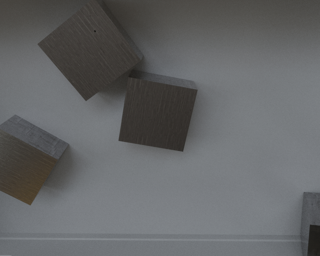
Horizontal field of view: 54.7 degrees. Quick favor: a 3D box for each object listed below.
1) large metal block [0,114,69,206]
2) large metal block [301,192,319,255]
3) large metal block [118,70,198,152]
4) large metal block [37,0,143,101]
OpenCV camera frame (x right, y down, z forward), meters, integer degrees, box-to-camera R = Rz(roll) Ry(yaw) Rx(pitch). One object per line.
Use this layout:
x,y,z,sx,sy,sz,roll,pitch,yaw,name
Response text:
-0.182,0.042,0.412,0.080,0.050,0.080,31,107,-11,large metal block
0.229,0.147,0.430,0.050,0.080,0.079,2,109,19,large metal block
-0.004,-0.023,0.389,0.081,0.050,0.079,10,110,-4,large metal block
-0.077,-0.092,0.363,0.080,0.050,0.080,-34,107,12,large metal block
